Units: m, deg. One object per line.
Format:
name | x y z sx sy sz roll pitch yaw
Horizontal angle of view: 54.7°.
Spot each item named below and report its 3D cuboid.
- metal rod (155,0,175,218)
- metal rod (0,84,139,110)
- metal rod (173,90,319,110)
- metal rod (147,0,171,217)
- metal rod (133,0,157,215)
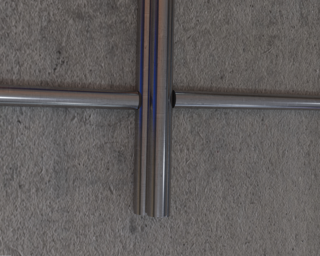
metal rod | 0.004 -0.033 0.414 0.025 0.025 0.298 1 90 -20
metal rod | -0.172 -0.037 0.346 0.303 0.025 0.025 0 90 -21
metal rod | 0.158 -0.040 0.470 0.303 0.025 0.025 -1 90 -21
metal rod | -0.001 -0.040 0.389 0.025 0.025 0.298 1 90 -20
metal rod | -0.019 -0.039 0.405 0.025 0.025 0.298 1 90 -20
